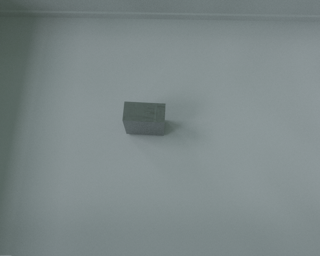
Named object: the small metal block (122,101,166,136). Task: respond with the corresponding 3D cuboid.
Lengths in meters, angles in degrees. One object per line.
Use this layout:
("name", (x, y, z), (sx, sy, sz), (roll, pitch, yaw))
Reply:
("small metal block", (-0.019, -0.011, 0.396), (0.050, 0.050, 0.025), (3, 70, 1))
